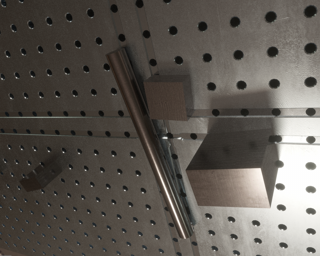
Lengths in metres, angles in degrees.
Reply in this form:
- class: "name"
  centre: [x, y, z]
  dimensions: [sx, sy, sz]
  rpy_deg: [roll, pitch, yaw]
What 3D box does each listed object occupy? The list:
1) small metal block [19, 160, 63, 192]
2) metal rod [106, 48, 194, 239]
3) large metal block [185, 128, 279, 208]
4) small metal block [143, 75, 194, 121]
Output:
- class: "small metal block"
  centre: [-0.215, 0.087, 0.559]
  dimensions: [0.050, 0.050, 0.025]
  rpy_deg: [-17, 109, 34]
- class: "metal rod"
  centre: [-0.007, 0.036, 0.435]
  dimensions: [0.025, 0.025, 0.298]
  rpy_deg: [-7, 115, 31]
- class: "large metal block"
  centre: [0.087, 0.045, 0.357]
  dimensions: [0.080, 0.080, 0.050]
  rpy_deg: [-6, 115, 31]
- class: "small metal block"
  centre: [0.012, -0.037, 0.381]
  dimensions: [0.050, 0.025, 0.050]
  rpy_deg: [4, 120, 26]
